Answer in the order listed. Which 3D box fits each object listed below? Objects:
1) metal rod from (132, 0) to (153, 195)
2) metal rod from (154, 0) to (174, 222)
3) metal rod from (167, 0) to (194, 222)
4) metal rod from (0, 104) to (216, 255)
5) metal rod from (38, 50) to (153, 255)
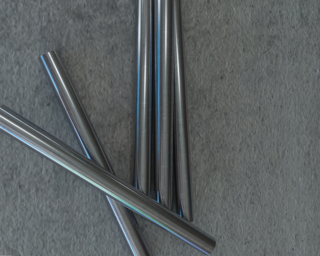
[{"bbox_3d":[-0.021,-0.063,0.401,0.025,0.025,0.298,1,90,-20],"label":"metal rod"},{"bbox_3d":[0.005,-0.025,0.401,0.025,0.025,0.298,-1,94,-20],"label":"metal rod"},{"bbox_3d":[0.025,-0.023,0.419,0.025,0.025,0.298,-4,91,-20],"label":"metal rod"},{"bbox_3d":[-0.052,0.070,0.362,0.301,0.025,0.025,36,78,-17],"label":"metal rod"},{"bbox_3d":[-0.072,0.050,0.383,0.025,0.025,0.299,-26,99,-18],"label":"metal rod"}]
